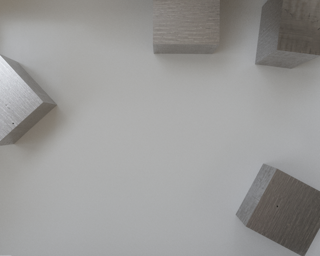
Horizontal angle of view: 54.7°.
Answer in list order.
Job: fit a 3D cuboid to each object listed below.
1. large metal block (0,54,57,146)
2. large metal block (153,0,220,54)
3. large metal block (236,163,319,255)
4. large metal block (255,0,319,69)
[{"bbox_3d":[-0.197,-0.034,0.397,0.080,0.050,0.080,-43,90,0],"label":"large metal block"},{"bbox_3d":[0.032,-0.141,0.399,0.081,0.050,0.080,0,90,0],"label":"large metal block"},{"bbox_3d":[0.158,0.103,0.400,0.080,0.050,0.080,28,90,0],"label":"large metal block"},{"bbox_3d":[0.160,-0.124,0.385,0.050,0.080,0.080,7,90,0],"label":"large metal block"}]
